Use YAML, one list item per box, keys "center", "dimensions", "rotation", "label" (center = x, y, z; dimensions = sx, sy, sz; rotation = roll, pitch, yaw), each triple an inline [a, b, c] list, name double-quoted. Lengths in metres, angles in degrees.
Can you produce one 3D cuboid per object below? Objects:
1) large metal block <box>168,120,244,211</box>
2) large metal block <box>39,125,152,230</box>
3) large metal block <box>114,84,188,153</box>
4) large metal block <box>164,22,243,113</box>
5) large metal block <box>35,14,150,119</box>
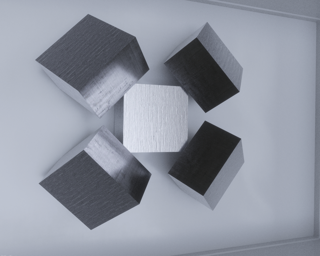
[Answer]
- center: [0.063, 0.050, 0.395]
  dimensions: [0.080, 0.050, 0.080]
  rotation: [-54, 151, -13]
  label: "large metal block"
- center: [-0.071, 0.057, 0.348]
  dimensions: [0.080, 0.050, 0.080]
  rotation: [-34, 106, 29]
  label: "large metal block"
- center: [-0.012, -0.011, 0.390]
  dimensions: [0.081, 0.050, 0.080]
  rotation: [1, 90, -20]
  label: "large metal block"
- center: [0.059, -0.079, 0.395]
  dimensions: [0.080, 0.050, 0.080]
  rotation: [48, 32, -13]
  label: "large metal block"
- center: [-0.073, -0.070, 0.344]
  dimensions: [0.080, 0.080, 0.050]
  rotation: [-48, 148, -14]
  label: "large metal block"
